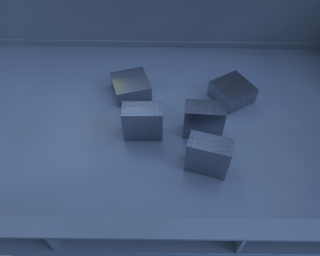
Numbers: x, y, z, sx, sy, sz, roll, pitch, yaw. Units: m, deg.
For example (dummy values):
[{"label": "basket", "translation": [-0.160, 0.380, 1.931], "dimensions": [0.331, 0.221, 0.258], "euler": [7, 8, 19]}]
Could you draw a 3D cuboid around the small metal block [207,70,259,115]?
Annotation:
[{"label": "small metal block", "translation": [0.105, -0.052, 0.451], "dimensions": [0.050, 0.025, 0.050], "euler": [-25, 55, -20]}]

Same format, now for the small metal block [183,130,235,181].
[{"label": "small metal block", "translation": [0.056, 0.032, 0.362], "dimensions": [0.050, 0.050, 0.025], "euler": [13, 51, 10]}]

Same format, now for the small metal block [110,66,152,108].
[{"label": "small metal block", "translation": [-0.043, -0.061, 0.456], "dimensions": [0.050, 0.025, 0.050], "euler": [-13, 51, -11]}]

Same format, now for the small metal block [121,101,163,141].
[{"label": "small metal block", "translation": [-0.022, -0.008, 0.395], "dimensions": [0.050, 0.050, 0.025], "euler": [0, 50, 0]}]

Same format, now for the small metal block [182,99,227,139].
[{"label": "small metal block", "translation": [0.056, -0.010, 0.398], "dimensions": [0.050, 0.050, 0.025], "euler": [3, 50, 2]}]
